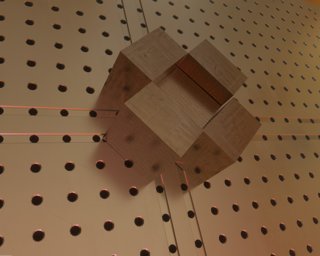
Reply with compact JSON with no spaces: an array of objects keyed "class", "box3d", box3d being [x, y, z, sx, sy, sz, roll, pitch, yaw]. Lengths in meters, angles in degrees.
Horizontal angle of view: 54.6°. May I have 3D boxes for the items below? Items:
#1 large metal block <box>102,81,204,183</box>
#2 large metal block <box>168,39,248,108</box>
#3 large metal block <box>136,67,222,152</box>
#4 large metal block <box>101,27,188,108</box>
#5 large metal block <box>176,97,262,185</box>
[{"class":"large metal block","box3d":[-0.011,0.007,0.362,0.080,0.080,0.050,44,51,1]},{"class":"large metal block","box3d":[0.062,-0.065,0.445,0.080,0.080,0.050,44,51,1]},{"class":"large metal block","box3d":[0.021,-0.022,0.415,0.080,0.050,0.080,43,53,3]},{"class":"large metal block","box3d":[-0.021,-0.073,0.406,0.050,0.080,0.080,44,51,2]},{"class":"large metal block","box3d":[0.073,0.018,0.402,0.050,0.080,0.080,45,51,3]}]
